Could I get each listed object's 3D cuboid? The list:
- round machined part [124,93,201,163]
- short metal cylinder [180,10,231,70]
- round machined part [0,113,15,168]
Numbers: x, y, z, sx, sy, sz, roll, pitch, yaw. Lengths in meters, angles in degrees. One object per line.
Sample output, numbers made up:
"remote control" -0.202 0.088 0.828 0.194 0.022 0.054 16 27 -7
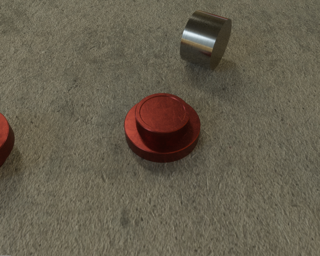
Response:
"round machined part" 0.003 -0.007 0.398 0.099 0.042 0.098 0 50 0
"short metal cylinder" 0.072 -0.137 0.484 0.050 0.080 0.080 24 54 18
"round machined part" -0.224 0.024 0.369 0.099 0.042 0.098 0 50 0
